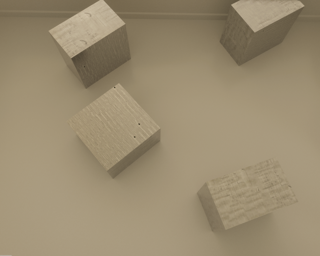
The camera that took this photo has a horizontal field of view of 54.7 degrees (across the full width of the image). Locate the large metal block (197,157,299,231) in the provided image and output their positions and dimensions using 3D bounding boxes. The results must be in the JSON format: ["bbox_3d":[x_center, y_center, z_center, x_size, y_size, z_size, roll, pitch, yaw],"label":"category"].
[{"bbox_3d":[0.094,0.078,0.353,0.081,0.080,0.050,-18,71,-7],"label":"large metal block"}]

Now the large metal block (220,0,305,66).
[{"bbox_3d":[0.138,-0.144,0.435,0.080,0.080,0.050,-30,73,-10],"label":"large metal block"}]

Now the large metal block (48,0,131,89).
[{"bbox_3d":[-0.090,-0.111,0.420,0.080,0.080,0.050,-37,75,-13],"label":"large metal block"}]

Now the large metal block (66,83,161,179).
[{"bbox_3d":[-0.056,0.004,0.394,0.080,0.050,0.080,-39,75,-13],"label":"large metal block"}]
